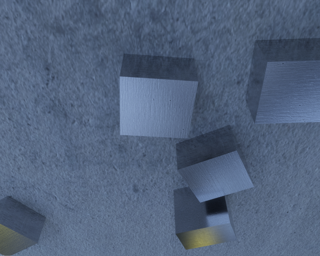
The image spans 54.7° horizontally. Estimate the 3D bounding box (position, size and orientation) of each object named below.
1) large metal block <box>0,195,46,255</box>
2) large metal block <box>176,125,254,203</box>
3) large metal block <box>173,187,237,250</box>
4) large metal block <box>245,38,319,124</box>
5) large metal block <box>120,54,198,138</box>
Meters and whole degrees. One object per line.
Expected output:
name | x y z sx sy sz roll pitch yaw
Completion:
large metal block | -0.262 0.171 0.533 0.080 0.050 0.080 -29 125 22
large metal block | 0.077 0.052 0.437 0.080 0.050 0.080 -21 127 16
large metal block | 0.069 0.135 0.487 0.080 0.080 0.050 -16 129 12
large metal block | 0.147 -0.052 0.349 0.081 0.050 0.079 -2 130 1
large metal block | -0.004 -0.036 0.360 0.081 0.050 0.079 3 130 -3
